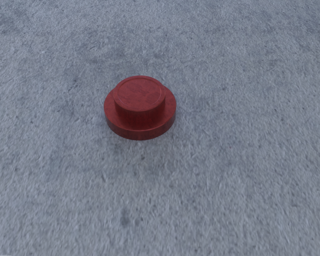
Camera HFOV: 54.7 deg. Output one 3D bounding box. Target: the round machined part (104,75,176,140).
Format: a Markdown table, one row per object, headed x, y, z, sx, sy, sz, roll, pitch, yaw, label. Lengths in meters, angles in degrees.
| x | y | z | sx | sy | sz | roll | pitch | yaw | label |
| --- | --- | --- | --- | --- | --- | --- | --- | --- | --- |
| -0.027 | -0.034 | 0.420 | 0.099 | 0.042 | 0.098 | 0 | 50 | 0 | round machined part |
